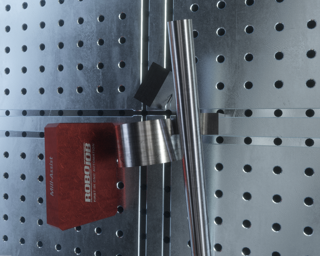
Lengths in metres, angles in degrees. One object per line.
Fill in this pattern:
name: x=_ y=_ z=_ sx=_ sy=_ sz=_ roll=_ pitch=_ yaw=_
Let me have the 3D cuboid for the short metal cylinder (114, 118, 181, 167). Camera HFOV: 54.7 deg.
short metal cylinder: x=-0.015 y=0.018 z=0.388 sx=0.080 sy=0.080 sz=0.050 roll=-8 pitch=88 yaw=19

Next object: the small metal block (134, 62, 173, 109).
small metal block: x=-0.002 y=-0.053 z=0.399 sx=0.025 sy=0.050 sz=0.050 roll=32 pitch=100 yaw=17

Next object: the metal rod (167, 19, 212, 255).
metal rod: x=0.037 y=0.034 z=0.353 sx=0.025 sy=0.025 sz=0.298 roll=-1 pitch=107 yaw=19

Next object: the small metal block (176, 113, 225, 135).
small metal block: x=0.051 y=-0.005 z=0.381 sx=0.050 sy=0.050 sz=0.025 roll=0 pitch=90 yaw=19

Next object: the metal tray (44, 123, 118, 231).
metal tray: x=-0.102 y=0.058 z=0.410 sx=0.030 sy=0.091 sz=0.129 roll=-2 pitch=89 yaw=42
